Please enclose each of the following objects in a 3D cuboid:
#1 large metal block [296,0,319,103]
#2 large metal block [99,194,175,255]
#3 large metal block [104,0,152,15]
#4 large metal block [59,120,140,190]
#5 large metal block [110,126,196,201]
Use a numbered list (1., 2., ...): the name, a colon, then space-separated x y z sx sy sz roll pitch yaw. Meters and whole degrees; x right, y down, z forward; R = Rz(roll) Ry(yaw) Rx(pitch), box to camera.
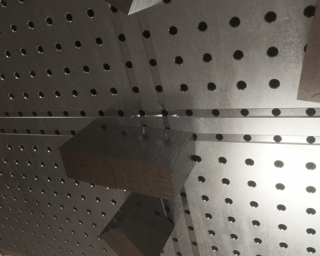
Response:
1. large metal block: 0.149 -0.071 0.253 0.050 0.080 0.079 12 123 21
2. large metal block: -0.034 0.164 0.493 0.050 0.080 0.080 -34 100 38
3. large metal block: -0.039 -0.173 0.307 0.080 0.050 0.079 34 129 5
4. large metal block: -0.079 0.034 0.436 0.080 0.080 0.050 8 122 23
5. large metal block: -0.006 0.042 0.403 0.080 0.080 0.050 7 122 24
